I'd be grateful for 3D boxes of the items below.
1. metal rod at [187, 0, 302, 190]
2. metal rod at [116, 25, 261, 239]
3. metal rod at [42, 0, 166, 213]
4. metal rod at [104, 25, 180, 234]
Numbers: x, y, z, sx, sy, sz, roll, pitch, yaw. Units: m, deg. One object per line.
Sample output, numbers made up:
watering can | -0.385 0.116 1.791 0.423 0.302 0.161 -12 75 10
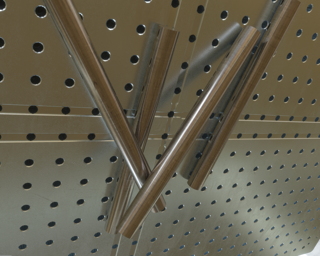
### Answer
metal rod | 0.113 -0.037 0.449 0.025 0.025 0.298 12 113 -33
metal rod | 0.038 0.002 0.387 0.025 0.025 0.300 36 84 -39
metal rod | -0.051 -0.012 0.353 0.025 0.025 0.299 -28 121 -11
metal rod | -0.030 0.019 0.405 0.025 0.025 0.298 3 117 -30
